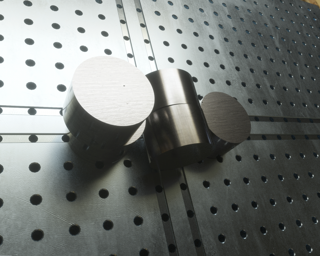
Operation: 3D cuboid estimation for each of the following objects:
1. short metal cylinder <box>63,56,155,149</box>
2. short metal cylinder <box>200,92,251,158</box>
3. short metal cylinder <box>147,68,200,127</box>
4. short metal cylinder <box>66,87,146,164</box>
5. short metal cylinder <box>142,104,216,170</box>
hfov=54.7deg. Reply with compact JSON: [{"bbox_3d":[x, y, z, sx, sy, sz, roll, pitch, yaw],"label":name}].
[{"bbox_3d":[-0.053,-0.025,0.313,0.081,0.050,0.080,14,56,-21],"label":"short metal cylinder"},{"bbox_3d":[0.079,-0.004,0.436,0.081,0.050,0.080,14,56,-21],"label":"short metal cylinder"},{"bbox_3d":[0.009,-0.032,0.397,0.081,0.080,0.050,1,62,-28],"label":"short metal cylinder"},{"bbox_3d":[-0.063,-0.004,0.360,0.081,0.050,0.080,14,56,-21],"label":"short metal cylinder"},{"bbox_3d":[0.021,0.013,0.376,0.081,0.080,0.050,-1,63,-29],"label":"short metal cylinder"}]
